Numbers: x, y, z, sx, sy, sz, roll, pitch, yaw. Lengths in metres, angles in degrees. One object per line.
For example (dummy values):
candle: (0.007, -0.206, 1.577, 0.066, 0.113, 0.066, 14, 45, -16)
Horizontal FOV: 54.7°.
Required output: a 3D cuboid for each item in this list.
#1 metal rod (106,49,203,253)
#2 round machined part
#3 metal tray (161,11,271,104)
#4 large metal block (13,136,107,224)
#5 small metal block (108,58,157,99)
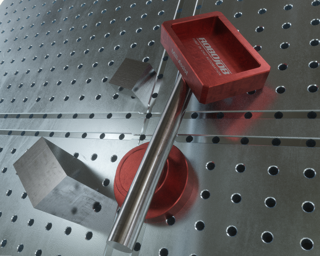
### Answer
metal rod: (0.012, -0.007, 0.361, 0.025, 0.025, 0.300, 0, 48, 28)
round machined part: (-0.013, 0.058, 0.367, 0.098, 0.042, 0.098, -13, 56, 20)
metal tray: (0.066, -0.095, 0.397, 0.091, 0.030, 0.130, -17, 55, -15)
large metal block: (-0.127, 0.068, 0.396, 0.050, 0.080, 0.080, -45, 51, -3)
small metal block: (-0.042, -0.077, 0.476, 0.050, 0.025, 0.050, 21, 73, 35)
